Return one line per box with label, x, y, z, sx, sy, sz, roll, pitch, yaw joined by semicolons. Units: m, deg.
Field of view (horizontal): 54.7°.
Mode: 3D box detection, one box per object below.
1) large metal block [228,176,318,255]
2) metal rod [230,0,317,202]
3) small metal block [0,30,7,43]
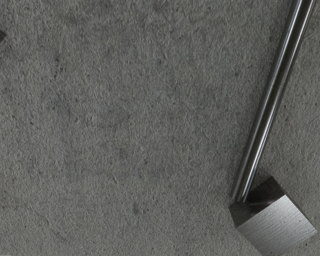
large metal block;0.160;0.131;0.446;0.080;0.050;0.080;-40;106;13
metal rod;0.143;-0.037;0.397;0.025;0.025;0.298;11;110;-4
small metal block;-0.223;-0.110;0.367;0.050;0.025;0.050;-43;105;14
